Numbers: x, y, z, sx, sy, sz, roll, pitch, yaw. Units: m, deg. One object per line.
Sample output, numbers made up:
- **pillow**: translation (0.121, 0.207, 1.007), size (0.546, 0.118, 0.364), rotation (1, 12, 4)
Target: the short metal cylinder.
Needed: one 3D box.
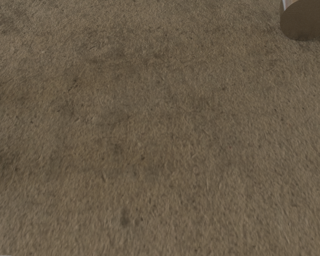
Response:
- **short metal cylinder**: translation (0.252, -0.200, 0.539), size (0.080, 0.080, 0.050), rotation (10, 51, 8)
